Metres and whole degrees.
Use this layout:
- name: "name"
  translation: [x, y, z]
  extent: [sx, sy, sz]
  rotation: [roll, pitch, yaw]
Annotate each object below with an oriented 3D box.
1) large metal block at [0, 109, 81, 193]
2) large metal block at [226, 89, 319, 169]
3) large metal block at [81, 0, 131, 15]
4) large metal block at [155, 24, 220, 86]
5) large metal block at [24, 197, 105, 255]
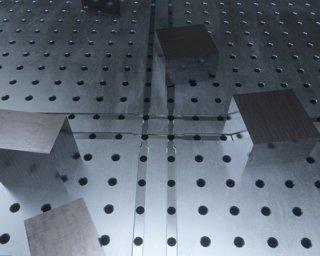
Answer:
- name: "large metal block"
  translation: [-0.143, 0.027, 0.349]
  extent: [0.080, 0.080, 0.050]
  rotation: [6, 50, 5]
- name: "large metal block"
  translation: [0.138, -0.001, 0.393]
  extent: [0.080, 0.050, 0.080]
  rotation: [-6, 50, -6]
- name: "large metal block"
  translation: [-0.106, -0.275, 0.623]
  extent: [0.080, 0.050, 0.080]
  rotation: [11, 51, 9]
- name: "large metal block"
  translation: [0.040, -0.116, 0.489]
  extent: [0.080, 0.050, 0.080]
  rotation: [-9, 51, -7]
- name: "large metal block"
  translation: [-0.072, 0.121, 0.270]
  extent: [0.050, 0.080, 0.080]
  rotation: [-20, 53, -16]
